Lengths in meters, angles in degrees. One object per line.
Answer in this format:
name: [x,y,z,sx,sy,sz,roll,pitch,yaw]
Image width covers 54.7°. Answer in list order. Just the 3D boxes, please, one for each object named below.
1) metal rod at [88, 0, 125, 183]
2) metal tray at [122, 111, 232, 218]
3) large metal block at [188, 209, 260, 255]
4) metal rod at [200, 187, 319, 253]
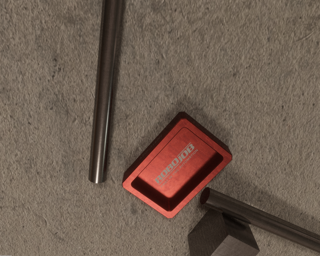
metal rod: [-0.066,-0.067,0.384,0.025,0.025,0.298,8,110,-3]
metal tray: [0.022,0.053,0.426,0.090,0.030,0.130,38,105,-13]
large metal block: [0.086,0.164,0.442,0.050,0.080,0.080,30,107,-11]
metal rod: [0.194,0.154,0.458,0.302,0.025,0.025,25,108,-14]
